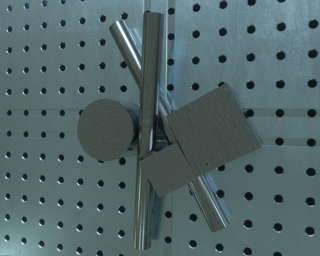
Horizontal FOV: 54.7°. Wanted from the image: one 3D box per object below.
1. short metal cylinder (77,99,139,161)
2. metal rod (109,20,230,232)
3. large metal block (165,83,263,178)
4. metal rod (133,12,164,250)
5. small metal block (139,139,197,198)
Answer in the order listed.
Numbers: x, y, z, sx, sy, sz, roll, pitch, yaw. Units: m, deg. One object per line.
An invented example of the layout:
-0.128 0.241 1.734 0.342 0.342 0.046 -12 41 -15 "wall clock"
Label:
-0.062 0.002 0.417 0.080 0.050 0.079 0 90 19 "short metal cylinder"
0.008 -0.009 0.406 0.025 0.025 0.299 -30 81 17 "metal rod"
0.066 0.003 0.371 0.080 0.050 0.080 -29 81 17 "large metal block"
-0.016 0.011 0.393 0.025 0.025 0.298 7 100 20 "metal rod"
0.010 0.047 0.371 0.050 0.025 0.050 -28 96 9 "small metal block"
